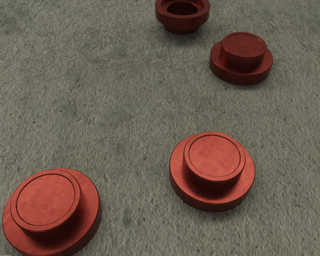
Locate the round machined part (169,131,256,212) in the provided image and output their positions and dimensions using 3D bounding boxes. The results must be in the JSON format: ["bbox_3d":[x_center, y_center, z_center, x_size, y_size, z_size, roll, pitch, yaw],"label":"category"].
[{"bbox_3d":[0.060,0.043,0.357,0.099,0.042,0.098,0,50,0],"label":"round machined part"}]

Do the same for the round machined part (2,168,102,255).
[{"bbox_3d":[-0.113,0.082,0.322,0.099,0.042,0.098,0,50,0],"label":"round machined part"}]

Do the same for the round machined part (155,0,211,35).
[{"bbox_3d":[0.040,-0.207,0.566,0.099,0.042,0.098,0,50,0],"label":"round machined part"}]

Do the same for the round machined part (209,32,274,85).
[{"bbox_3d":[0.130,-0.115,0.490,0.099,0.042,0.098,0,50,0],"label":"round machined part"}]
